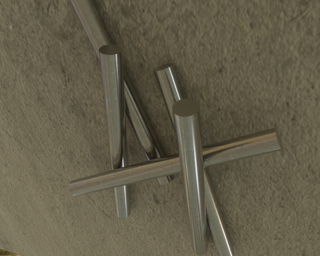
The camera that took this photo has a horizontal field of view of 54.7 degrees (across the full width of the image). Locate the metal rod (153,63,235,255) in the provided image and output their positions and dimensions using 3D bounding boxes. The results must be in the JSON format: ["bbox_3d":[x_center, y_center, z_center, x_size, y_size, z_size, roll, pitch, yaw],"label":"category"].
[{"bbox_3d":[0.052,0.059,0.414,0.025,0.025,0.298,-7,115,31],"label":"metal rod"}]

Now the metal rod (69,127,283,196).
[{"bbox_3d":[-0.001,0.051,0.398,0.300,0.025,0.025,-17,110,27],"label":"metal rod"}]

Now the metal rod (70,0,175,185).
[{"bbox_3d":[-0.049,-0.055,0.396,0.025,0.025,0.299,-11,113,32],"label":"metal rod"}]

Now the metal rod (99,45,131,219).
[{"bbox_3d":[-0.058,0.029,0.431,0.025,0.025,0.298,18,132,18],"label":"metal rod"}]

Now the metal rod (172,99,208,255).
[{"bbox_3d":[0.044,0.086,0.386,0.025,0.025,0.298,12,139,21],"label":"metal rod"}]
